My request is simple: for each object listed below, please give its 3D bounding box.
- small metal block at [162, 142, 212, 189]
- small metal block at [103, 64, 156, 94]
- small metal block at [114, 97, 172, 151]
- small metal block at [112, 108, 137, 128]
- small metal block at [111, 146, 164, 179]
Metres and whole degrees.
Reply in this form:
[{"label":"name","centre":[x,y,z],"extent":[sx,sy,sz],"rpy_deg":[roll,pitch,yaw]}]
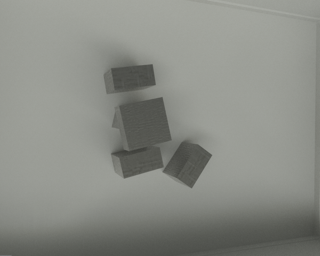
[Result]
[{"label":"small metal block","centre":[0.035,0.048,0.410],"extent":[0.025,0.050,0.050],"rpy_deg":[37,78,-16]},{"label":"small metal block","centre":[-0.039,-0.060,0.383],"extent":[0.050,0.050,0.025],"rpy_deg":[-10,94,-20]},{"label":"small metal block","centre":[-0.019,-0.005,0.350],"extent":[0.050,0.025,0.050],"rpy_deg":[-14,95,-20]},{"label":"small metal block","centre":[-0.028,-0.007,0.387],"extent":[0.050,0.050,0.025],"rpy_deg":[13,86,-20]},{"label":"small metal block","centre":[-0.029,0.040,0.386],"extent":[0.050,0.050,0.025],"rpy_deg":[-14,95,-20]}]
